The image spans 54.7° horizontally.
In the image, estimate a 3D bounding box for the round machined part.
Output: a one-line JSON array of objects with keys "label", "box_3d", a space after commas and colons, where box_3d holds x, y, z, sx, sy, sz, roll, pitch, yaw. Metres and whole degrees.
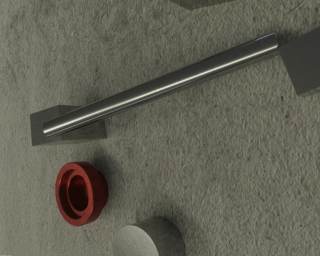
[{"label": "round machined part", "box_3d": [-0.120, 0.101, 0.490, 0.098, 0.042, 0.097, 0, 90, 39]}]

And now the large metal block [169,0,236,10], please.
[{"label": "large metal block", "box_3d": [0.054, -0.185, 0.343, 0.080, 0.050, 0.079, 4, 93, 39]}]

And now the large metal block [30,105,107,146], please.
[{"label": "large metal block", "box_3d": [-0.143, -0.002, 0.484, 0.080, 0.081, 0.050, -10, 84, 39]}]

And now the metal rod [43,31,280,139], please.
[{"label": "metal rod", "box_3d": [-0.016, -0.041, 0.364, 0.300, 0.025, 0.025, -18, 78, 21]}]

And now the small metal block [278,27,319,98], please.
[{"label": "small metal block", "box_3d": [0.145, -0.062, 0.284, 0.050, 0.025, 0.050, -26, 74, 36]}]

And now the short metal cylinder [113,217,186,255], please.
[{"label": "short metal cylinder", "box_3d": [-0.014, 0.160, 0.399, 0.080, 0.050, 0.079, 0, 90, 39]}]
